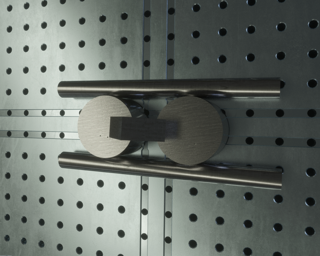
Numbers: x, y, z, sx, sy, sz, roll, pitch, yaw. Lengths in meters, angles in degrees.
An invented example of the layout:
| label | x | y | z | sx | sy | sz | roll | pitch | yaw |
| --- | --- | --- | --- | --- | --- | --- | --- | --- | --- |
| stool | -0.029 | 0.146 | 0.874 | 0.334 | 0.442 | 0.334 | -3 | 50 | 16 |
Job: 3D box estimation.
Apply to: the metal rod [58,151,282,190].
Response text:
| label | x | y | z | sx | sy | sz | roll | pitch | yaw |
| --- | --- | --- | --- | --- | --- | --- | --- | --- | --- |
| metal rod | -0.001 | 0.053 | 0.409 | 0.301 | 0.025 | 0.025 | 3 | 91 | 19 |

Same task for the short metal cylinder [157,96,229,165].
| label | x | y | z | sx | sy | sz | roll | pitch | yaw |
| --- | --- | --- | --- | --- | --- | --- | --- | --- | --- |
| short metal cylinder | 0.041 | 0.003 | 0.381 | 0.080 | 0.050 | 0.079 | 0 | 90 | 20 |

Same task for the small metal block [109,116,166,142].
| label | x | y | z | sx | sy | sz | roll | pitch | yaw |
| --- | --- | --- | --- | --- | --- | --- | --- | --- | --- |
| small metal block | -0.027 | 0.001 | 0.356 | 0.050 | 0.050 | 0.025 | 3 | 91 | -23 |

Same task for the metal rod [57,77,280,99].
| label | x | y | z | sx | sy | sz | roll | pitch | yaw |
| --- | --- | --- | --- | --- | --- | --- | --- | --- | --- |
| metal rod | -0.002 | -0.052 | 0.410 | 0.301 | 0.025 | 0.025 | 2 | 91 | 19 |

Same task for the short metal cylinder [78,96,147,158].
| label | x | y | z | sx | sy | sz | roll | pitch | yaw |
| --- | --- | --- | --- | --- | --- | --- | --- | --- | --- |
| short metal cylinder | -0.062 | -0.002 | 0.418 | 0.080 | 0.050 | 0.079 | 0 | 90 | 20 |
